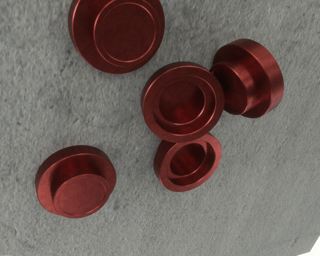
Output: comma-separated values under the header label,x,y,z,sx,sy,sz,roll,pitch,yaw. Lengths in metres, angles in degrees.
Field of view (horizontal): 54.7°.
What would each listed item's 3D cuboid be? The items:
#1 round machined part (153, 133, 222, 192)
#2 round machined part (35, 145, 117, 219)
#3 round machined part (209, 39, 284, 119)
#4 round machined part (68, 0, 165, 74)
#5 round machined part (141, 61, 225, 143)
label,x,y,z,sx,sy,sz,roll,pitch,yaw
round machined part,0.035,0.040,0.442,0.099,0.042,0.097,-14,125,-21
round machined part,-0.101,0.073,0.387,0.099,0.042,0.097,-14,125,-21
round machined part,0.096,-0.054,0.378,0.042,0.098,0.097,-30,129,-21
round machined part,-0.039,-0.100,0.314,0.099,0.042,0.097,-14,125,-21
round machined part,0.025,-0.034,0.380,0.099,0.042,0.097,-5,117,-9
